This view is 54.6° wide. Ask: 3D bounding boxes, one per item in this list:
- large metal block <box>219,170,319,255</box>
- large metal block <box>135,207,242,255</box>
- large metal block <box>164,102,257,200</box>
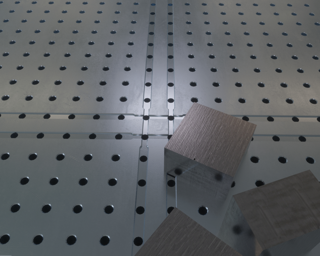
[{"bbox_3d":[0.110,0.092,0.295,0.081,0.080,0.050,-15,52,-12],"label":"large metal block"},{"bbox_3d":[0.021,0.134,0.279,0.080,0.050,0.080,32,57,24],"label":"large metal block"},{"bbox_3d":[0.059,0.025,0.371,0.080,0.050,0.080,22,54,18],"label":"large metal block"}]
